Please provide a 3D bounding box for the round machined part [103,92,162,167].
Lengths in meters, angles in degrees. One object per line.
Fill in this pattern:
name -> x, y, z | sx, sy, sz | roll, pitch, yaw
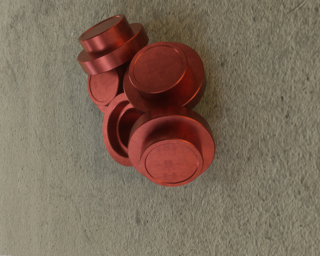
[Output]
round machined part -> -0.029, 0.001, 0.417 | 0.098, 0.042, 0.097 | 0, 90, 39

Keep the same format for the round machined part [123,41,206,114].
round machined part -> 0.002, -0.061, 0.363 | 0.098, 0.042, 0.098 | -6, 66, 14

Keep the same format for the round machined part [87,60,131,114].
round machined part -> -0.068, -0.065, 0.451 | 0.098, 0.042, 0.097 | 0, 90, 39

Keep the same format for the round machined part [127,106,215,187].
round machined part -> 0.013, 0.027, 0.347 | 0.097, 0.098, 0.042 | -50, 20, 28

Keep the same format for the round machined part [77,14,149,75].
round machined part -> -0.068, -0.116, 0.411 | 0.098, 0.098, 0.042 | 1, 133, 39
